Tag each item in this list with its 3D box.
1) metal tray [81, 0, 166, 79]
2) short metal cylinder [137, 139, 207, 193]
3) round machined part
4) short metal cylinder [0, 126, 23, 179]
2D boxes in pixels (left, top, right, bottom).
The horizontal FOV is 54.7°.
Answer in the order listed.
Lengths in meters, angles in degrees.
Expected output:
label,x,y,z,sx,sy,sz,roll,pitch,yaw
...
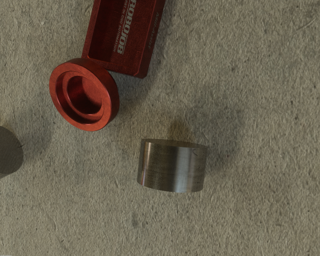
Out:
label,x,y,z,sx,sy,sz,roll,pitch,yaw
metal tray,-0.049,-0.141,0.423,0.090,0.030,0.129,16,95,19
short metal cylinder,0.015,0.043,0.375,0.080,0.080,0.050,7,93,20
round machined part,-0.097,-0.048,0.420,0.098,0.042,0.097,13,124,21
short metal cylinder,-0.259,0.041,0.471,0.050,0.080,0.080,-25,82,18
